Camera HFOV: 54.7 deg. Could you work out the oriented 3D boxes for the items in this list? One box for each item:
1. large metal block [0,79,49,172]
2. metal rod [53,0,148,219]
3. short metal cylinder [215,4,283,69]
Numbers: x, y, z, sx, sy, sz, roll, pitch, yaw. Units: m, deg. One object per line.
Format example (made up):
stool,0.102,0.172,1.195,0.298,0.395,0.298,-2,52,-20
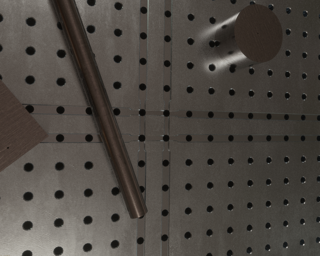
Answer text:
large metal block,-0.180,0.002,0.333,0.080,0.050,0.080,-40,103,-16
metal rod,-0.074,-0.029,0.385,0.025,0.025,0.298,-21,97,-19
short metal cylinder,0.128,-0.130,0.448,0.081,0.050,0.079,0,90,-21
